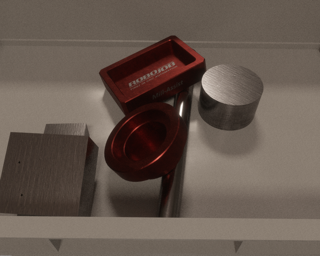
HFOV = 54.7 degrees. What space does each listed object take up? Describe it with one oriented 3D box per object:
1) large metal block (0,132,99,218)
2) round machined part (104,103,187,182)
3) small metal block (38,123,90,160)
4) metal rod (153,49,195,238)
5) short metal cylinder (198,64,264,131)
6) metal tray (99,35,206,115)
[{"bbox_3d":[-0.115,0.051,0.327,0.080,0.050,0.080,3,72,2],"label":"large metal block"},{"bbox_3d":[-0.012,0.020,0.359,0.098,0.042,0.098,-21,42,20],"label":"round machined part"},{"bbox_3d":[-0.118,0.021,0.386,0.050,0.025,0.050,-1,50,-2],"label":"small metal block"},{"bbox_3d":[0.027,-0.007,0.411,0.025,0.025,0.300,6,50,5],"label":"metal rod"},{"bbox_3d":[0.095,-0.043,0.426,0.081,0.050,0.080,0,50,0],"label":"short metal cylinder"},{"bbox_3d":[-0.011,-0.078,0.445,0.131,0.030,0.090,-29,48,-11],"label":"metal tray"}]
